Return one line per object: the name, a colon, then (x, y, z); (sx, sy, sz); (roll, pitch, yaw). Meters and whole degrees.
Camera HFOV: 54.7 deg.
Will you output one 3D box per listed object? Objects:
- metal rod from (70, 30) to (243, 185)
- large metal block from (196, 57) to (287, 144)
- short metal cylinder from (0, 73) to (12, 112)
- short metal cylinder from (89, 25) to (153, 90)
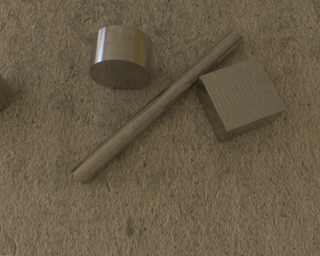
metal rod: (0.005, -0.036, 0.421); (0.301, 0.025, 0.025); (-42, 76, -14)
large metal block: (0.103, -0.036, 0.409); (0.080, 0.050, 0.080); (-20, 71, -7)
short metal cylinder: (-0.241, -0.049, 0.395); (0.080, 0.080, 0.050); (-35, 74, -12)
short metal cylinder: (-0.050, -0.091, 0.412); (0.080, 0.080, 0.050); (2, 70, 0)
